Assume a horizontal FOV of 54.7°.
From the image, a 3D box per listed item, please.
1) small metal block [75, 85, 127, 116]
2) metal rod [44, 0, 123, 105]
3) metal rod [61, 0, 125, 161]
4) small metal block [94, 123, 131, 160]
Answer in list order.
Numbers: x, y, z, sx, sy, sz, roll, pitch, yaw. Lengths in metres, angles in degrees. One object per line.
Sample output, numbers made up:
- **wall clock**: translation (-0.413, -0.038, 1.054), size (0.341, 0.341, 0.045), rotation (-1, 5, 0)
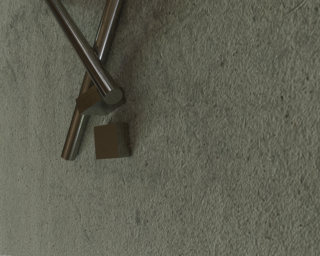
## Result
- **small metal block**: translation (-0.087, -0.040, 0.458), size (0.050, 0.050, 0.025), rotation (-28, 73, 36)
- **metal rod**: translation (-0.131, -0.140, 0.482), size (0.025, 0.025, 0.300), rotation (-55, 51, 25)
- **metal rod**: translation (-0.106, -0.084, 0.489), size (0.025, 0.025, 0.298), rotation (33, 110, 35)
- **small metal block**: translation (-0.071, 0.020, 0.461), size (0.050, 0.025, 0.050), rotation (-8, 85, 39)
